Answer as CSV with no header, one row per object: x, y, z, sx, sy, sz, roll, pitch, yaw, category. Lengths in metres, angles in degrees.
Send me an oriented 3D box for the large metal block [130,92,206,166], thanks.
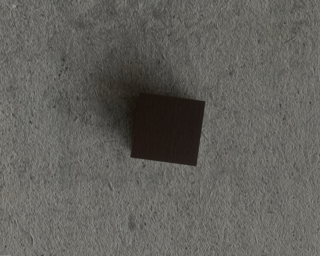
0.010,0.001,0.399,0.081,0.050,0.080,8,90,-1,large metal block
